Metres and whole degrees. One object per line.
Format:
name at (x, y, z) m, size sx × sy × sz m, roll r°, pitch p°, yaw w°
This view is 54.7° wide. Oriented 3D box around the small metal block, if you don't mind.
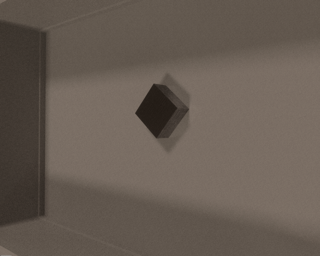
small metal block at (0.002, -0.022, 0.404) m, size 0.050 × 0.025 × 0.050 m, roll 49°, pitch 119°, yaw 28°
